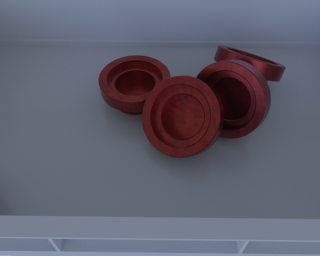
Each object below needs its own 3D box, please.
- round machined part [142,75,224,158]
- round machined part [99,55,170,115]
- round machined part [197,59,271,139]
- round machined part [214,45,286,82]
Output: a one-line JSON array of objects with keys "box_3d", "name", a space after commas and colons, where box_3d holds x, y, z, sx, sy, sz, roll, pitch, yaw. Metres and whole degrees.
[{"box_3d": [0.031, -0.013, 0.383, 0.098, 0.042, 0.097, -1, 87, 24], "name": "round machined part"}, {"box_3d": [-0.035, -0.057, 0.441, 0.099, 0.042, 0.098, 0, 50, 0], "name": "round machined part"}, {"box_3d": [0.093, -0.039, 0.397, 0.098, 0.097, 0.042, 32, 34, 24], "name": "round machined part"}, {"box_3d": [0.124, -0.084, 0.446, 0.099, 0.042, 0.098, 15, 21, -6], "name": "round machined part"}]
